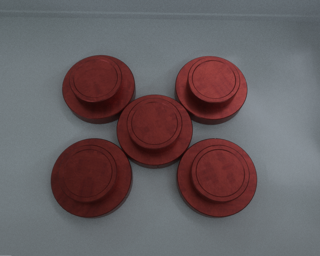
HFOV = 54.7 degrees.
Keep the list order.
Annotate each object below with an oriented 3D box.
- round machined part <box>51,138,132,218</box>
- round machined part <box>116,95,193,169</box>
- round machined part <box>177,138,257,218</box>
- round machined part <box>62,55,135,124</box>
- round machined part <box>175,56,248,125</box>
[{"bbox_3d":[-0.084,0.059,0.377,0.099,0.042,0.098,0,70,-1],"label":"round machined part"},{"bbox_3d":[-0.007,0.000,0.398,0.099,0.042,0.098,0,70,-1],"label":"round machined part"},{"bbox_3d":[0.070,0.058,0.379,0.099,0.042,0.098,0,70,-1],"label":"round machined part"},{"bbox_3d":[-0.083,-0.058,0.419,0.099,0.042,0.098,0,70,-1],"label":"round machined part"},{"bbox_3d":[0.070,-0.057,0.421,0.099,0.042,0.098,0,70,-1],"label":"round machined part"}]
